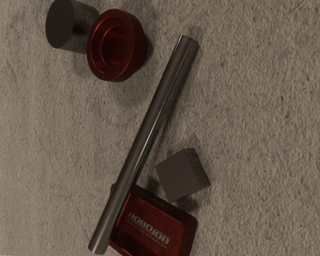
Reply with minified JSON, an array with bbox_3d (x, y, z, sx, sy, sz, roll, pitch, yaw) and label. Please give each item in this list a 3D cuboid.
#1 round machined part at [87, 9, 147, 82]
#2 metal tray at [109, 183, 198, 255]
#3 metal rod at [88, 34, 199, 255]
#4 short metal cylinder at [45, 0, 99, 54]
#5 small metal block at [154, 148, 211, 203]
[{"bbox_3d":[-0.057,-0.113,0.438,0.098,0.042,0.097,0,90,39],"label":"round machined part"},{"bbox_3d":[-0.020,0.137,0.415,0.130,0.030,0.089,21,103,37],"label":"metal tray"},{"bbox_3d":[-0.025,0.027,0.395,0.025,0.025,0.298,30,100,35],"label":"metal rod"},{"bbox_3d":[-0.141,-0.165,0.502,0.080,0.050,0.079,0,90,39],"label":"short metal cylinder"},{"bbox_3d":[0.027,0.058,0.381,0.050,0.025,0.050,-35,69,34],"label":"small metal block"}]
